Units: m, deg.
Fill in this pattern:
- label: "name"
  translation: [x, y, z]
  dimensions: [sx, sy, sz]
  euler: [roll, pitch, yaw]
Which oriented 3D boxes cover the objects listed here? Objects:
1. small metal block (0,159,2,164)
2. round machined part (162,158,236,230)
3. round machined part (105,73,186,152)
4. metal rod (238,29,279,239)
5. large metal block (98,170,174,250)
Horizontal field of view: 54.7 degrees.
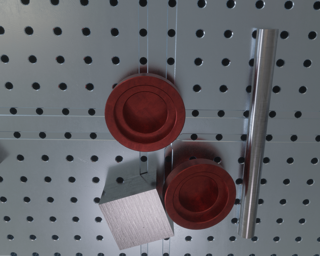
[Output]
- label: "small metal block"
  translation: [-0.260, 0.045, 0.428]
  dimensions: [0.050, 0.025, 0.050]
  euler: [-31, 108, 10]
- label: "round machined part"
  translation: [0.051, 0.088, 0.431]
  dimensions: [0.099, 0.042, 0.097]
  euler: [-3, 106, -9]
- label: "round machined part"
  translation: [-0.018, -0.022, 0.396]
  dimensions: [0.099, 0.042, 0.097]
  euler: [0, 110, 0]
- label: "metal rod"
  translation: [0.130, 0.021, 0.422]
  dimensions: [0.025, 0.025, 0.298]
  euler: [-1, 110, 0]
- label: "large metal block"
  translation: [-0.031, 0.117, 0.443]
  dimensions: [0.080, 0.050, 0.080]
  euler: [-17, 109, 6]
